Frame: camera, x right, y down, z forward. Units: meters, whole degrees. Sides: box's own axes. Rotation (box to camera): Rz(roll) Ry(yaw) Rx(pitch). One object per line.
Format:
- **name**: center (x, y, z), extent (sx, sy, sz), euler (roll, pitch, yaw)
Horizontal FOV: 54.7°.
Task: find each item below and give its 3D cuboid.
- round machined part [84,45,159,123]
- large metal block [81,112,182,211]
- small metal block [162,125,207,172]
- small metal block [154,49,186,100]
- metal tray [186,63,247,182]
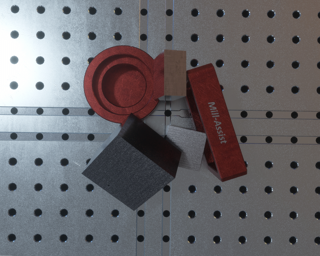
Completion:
- **round machined part**: center (-0.046, -0.054, 0.404), extent (0.099, 0.042, 0.097), euler (0, 90, -1)
- **large metal block**: center (-0.033, 0.042, 0.378), extent (0.080, 0.050, 0.080), euler (39, 122, -11)
- **small metal block**: center (0.033, 0.026, 0.409), extent (0.050, 0.025, 0.050), euler (12, 94, 10)
- **small metal block**: center (0.010, -0.059, 0.360), extent (0.025, 0.050, 0.050), euler (0, 89, -14)
- **metal tray**: center (0.063, -0.006, 0.382), extent (0.030, 0.090, 0.129), euler (-18, 90, 0)
